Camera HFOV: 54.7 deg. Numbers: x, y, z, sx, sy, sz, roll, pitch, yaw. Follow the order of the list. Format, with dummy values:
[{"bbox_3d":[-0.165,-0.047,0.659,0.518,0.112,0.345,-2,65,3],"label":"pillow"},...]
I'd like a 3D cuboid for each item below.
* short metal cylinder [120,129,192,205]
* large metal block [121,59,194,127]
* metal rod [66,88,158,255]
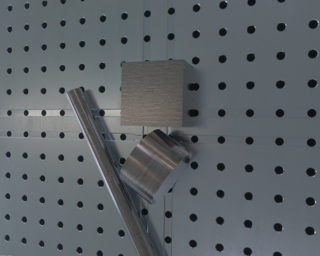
[{"bbox_3d":[-0.004,0.048,0.385,0.050,0.080,0.080,36,102,16],"label":"short metal cylinder"},{"bbox_3d":[-0.003,-0.042,0.400,0.080,0.050,0.079,1,91,20],"label":"large metal block"},{"bbox_3d":[-0.062,0.080,0.434,0.025,0.025,0.299,-29,81,17],"label":"metal rod"}]
